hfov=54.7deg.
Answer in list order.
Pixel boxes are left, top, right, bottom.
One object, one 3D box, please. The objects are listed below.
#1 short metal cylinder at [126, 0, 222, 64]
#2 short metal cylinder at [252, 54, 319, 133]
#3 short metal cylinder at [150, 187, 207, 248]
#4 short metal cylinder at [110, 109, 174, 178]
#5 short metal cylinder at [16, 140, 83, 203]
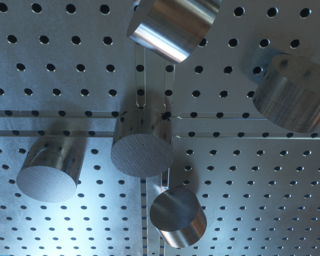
[{"bbox_3d":[0.011,-0.106,0.285,0.050,0.080,0.080,27,125,-21],"label":"short metal cylinder"},{"bbox_3d":[0.152,-0.040,0.344,0.081,0.080,0.050,10,129,-9],"label":"short metal cylinder"},{"bbox_3d":[0.030,0.143,0.498,0.080,0.080,0.050,-16,129,12],"label":"short metal cylinder"},{"bbox_3d":[-0.023,0.021,0.413,0.081,0.050,0.079,0,130,0],"label":"short metal cylinder"},{"bbox_3d":[-0.157,0.063,0.447,0.081,0.050,0.079,0,130,0],"label":"short metal cylinder"}]
